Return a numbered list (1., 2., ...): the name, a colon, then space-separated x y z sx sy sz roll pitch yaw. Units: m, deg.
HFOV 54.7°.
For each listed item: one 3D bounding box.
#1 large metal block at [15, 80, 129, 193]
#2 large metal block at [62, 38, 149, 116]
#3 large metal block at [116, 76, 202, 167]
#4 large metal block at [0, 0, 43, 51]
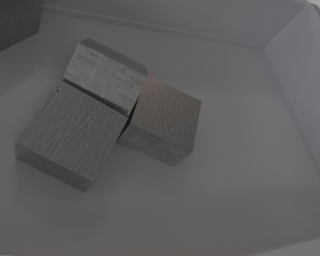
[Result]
1. large metal block: -0.092 0.010 0.328 0.080 0.050 0.080 30 59 -10
2. large metal block: -0.063 -0.064 0.370 0.080 0.050 0.080 25 15 -13
3. large metal block: 0.000 -0.008 0.395 0.080 0.050 0.080 25 53 -13
4. large metal block: -0.185 -0.139 0.356 0.050 0.080 0.080 42 51 0
